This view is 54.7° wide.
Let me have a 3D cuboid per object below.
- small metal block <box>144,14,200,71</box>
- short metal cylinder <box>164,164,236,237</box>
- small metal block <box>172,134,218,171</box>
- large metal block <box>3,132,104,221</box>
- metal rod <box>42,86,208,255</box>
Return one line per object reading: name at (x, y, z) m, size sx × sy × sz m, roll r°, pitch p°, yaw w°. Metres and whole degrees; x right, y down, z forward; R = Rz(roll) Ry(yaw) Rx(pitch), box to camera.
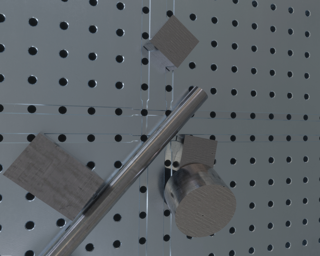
small metal block at (0.016, -0.114, 0.418) m, size 0.050 × 0.025 × 0.050 m, roll 42°, pitch 77°, yaw -15°
short metal cylinder at (0.051, 0.094, 0.404) m, size 0.081 × 0.050 × 0.079 m, roll -6°, pitch 115°, yaw -13°
small metal block at (0.048, 0.038, 0.430) m, size 0.050 × 0.025 × 0.050 m, roll 11°, pitch 86°, yaw -20°
large metal block at (-0.115, 0.048, 0.341) m, size 0.080 × 0.080 × 0.050 m, roll 41°, pitch 77°, yaw -16°
metal rod at (-0.040, 0.059, 0.397) m, size 0.025 × 0.025 × 0.301 m, roll 46°, pitch 76°, yaw -15°
